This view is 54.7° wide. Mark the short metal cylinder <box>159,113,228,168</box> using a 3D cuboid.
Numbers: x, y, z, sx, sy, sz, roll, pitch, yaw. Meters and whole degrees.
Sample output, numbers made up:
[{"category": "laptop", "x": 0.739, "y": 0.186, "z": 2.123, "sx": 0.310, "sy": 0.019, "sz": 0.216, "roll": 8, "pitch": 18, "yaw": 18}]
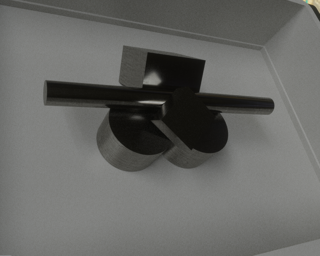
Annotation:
[{"category": "short metal cylinder", "x": 0.042, "y": 0.007, "z": 0.408, "sx": 0.081, "sy": 0.050, "sz": 0.080, "roll": 14, "pitch": 56, "yaw": -21}]

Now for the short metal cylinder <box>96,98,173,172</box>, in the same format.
[{"category": "short metal cylinder", "x": -0.030, "y": 0.006, "z": 0.370, "sx": 0.081, "sy": 0.050, "sz": 0.080, "roll": 14, "pitch": 56, "yaw": -21}]

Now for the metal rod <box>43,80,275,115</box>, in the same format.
[{"category": "metal rod", "x": 0.021, "y": -0.033, "z": 0.373, "sx": 0.303, "sy": 0.025, "sz": 0.025, "roll": 1, "pitch": 62, "yaw": -28}]

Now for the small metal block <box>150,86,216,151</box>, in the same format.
[{"category": "small metal block", "x": 0.027, "y": -0.011, "z": 0.348, "sx": 0.050, "sy": 0.025, "sz": 0.050, "roll": 45, "pitch": 70, "yaw": -21}]

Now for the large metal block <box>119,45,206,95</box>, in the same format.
[{"category": "large metal block", "x": 0.000, "y": -0.074, "z": 0.408, "sx": 0.081, "sy": 0.050, "sz": 0.080, "roll": 1, "pitch": 18, "yaw": -28}]
